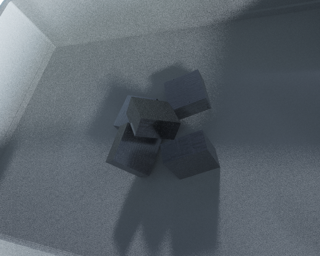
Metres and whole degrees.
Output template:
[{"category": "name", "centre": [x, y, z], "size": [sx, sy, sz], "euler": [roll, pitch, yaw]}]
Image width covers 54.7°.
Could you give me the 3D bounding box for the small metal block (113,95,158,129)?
[{"category": "small metal block", "centre": [-0.029, -0.016, 0.429], "size": [0.050, 0.025, 0.050], "euler": [10, 66, 32]}]

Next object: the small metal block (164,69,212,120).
[{"category": "small metal block", "centre": [0.036, -0.044, 0.412], "size": [0.050, 0.025, 0.050], "euler": [-20, 54, 16]}]

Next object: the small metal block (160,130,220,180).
[{"category": "small metal block", "centre": [0.035, 0.032, 0.351], "size": [0.050, 0.050, 0.025], "euler": [-20, 54, 16]}]

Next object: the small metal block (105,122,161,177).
[{"category": "small metal block", "centre": [-0.032, 0.028, 0.384], "size": [0.025, 0.050, 0.050], "euler": [-20, 46, 57]}]

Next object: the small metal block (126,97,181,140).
[{"category": "small metal block", "centre": [-0.009, -0.012, 0.377], "size": [0.050, 0.050, 0.025], "euler": [-117, 40, -51]}]
